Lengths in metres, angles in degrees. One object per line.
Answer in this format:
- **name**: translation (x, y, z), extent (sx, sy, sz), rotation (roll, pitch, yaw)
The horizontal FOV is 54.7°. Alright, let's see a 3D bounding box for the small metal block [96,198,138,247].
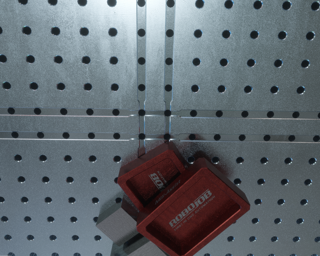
- **small metal block**: translation (-0.059, 0.142, 0.465), extent (0.050, 0.025, 0.050), rotation (-38, 106, 12)

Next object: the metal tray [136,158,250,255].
- **metal tray**: translation (0.043, 0.114, 0.420), extent (0.090, 0.030, 0.130), rotation (42, 104, -14)

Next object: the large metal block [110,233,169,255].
- **large metal block**: translation (-0.019, 0.200, 0.474), extent (0.080, 0.050, 0.080), rotation (-37, 107, 12)

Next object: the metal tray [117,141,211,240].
- **metal tray**: translation (0.012, 0.094, 0.445), extent (0.090, 0.030, 0.130), rotation (-31, 108, 10)
